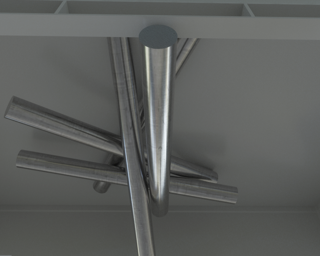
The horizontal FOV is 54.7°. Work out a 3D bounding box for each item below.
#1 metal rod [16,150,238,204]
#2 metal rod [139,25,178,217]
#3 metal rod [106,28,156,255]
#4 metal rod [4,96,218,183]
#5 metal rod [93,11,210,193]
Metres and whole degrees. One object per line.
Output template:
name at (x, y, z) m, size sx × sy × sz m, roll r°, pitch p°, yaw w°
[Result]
metal rod at (-0.042, 0.069, 0.430) m, size 0.302 × 0.025 × 0.025 m, roll 10°, pitch 130°, yaw -4°
metal rod at (-0.001, 0.028, 0.321) m, size 0.025 × 0.025 × 0.298 m, roll 0°, pitch 144°, yaw 0°
metal rod at (-0.031, 0.036, 0.374) m, size 0.025 × 0.025 × 0.298 m, roll -4°, pitch 110°, yaw 3°
metal rod at (-0.038, 0.028, 0.398) m, size 0.302 × 0.025 × 0.025 m, roll 23°, pitch 127°, yaw -32°
metal rod at (-0.027, -0.010, 0.400) m, size 0.025 × 0.025 × 0.298 m, roll 21°, pitch 127°, yaw -17°
